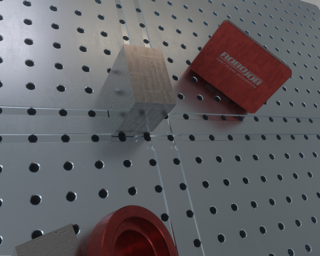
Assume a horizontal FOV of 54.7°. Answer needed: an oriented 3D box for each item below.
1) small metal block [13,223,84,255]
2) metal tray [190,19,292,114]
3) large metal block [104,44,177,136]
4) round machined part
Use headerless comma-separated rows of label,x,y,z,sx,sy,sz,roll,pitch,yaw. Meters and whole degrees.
small metal block,-0.098,0.123,0.281,0.050,0.025,0.050,-15,70,-34
metal tray,0.126,-0.095,0.489,0.130,0.090,0.030,36,28,-5
large metal block,-0.029,-0.044,0.384,0.050,0.080,0.080,1,62,-28
round machined part,-0.029,0.126,0.289,0.098,0.042,0.098,36,37,-33
